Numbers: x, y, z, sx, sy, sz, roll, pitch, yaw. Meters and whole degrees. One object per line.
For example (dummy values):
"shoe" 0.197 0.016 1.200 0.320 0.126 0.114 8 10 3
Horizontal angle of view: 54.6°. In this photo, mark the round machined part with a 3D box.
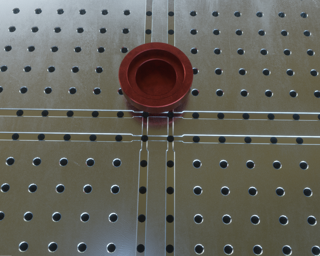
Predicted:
"round machined part" -0.005 -0.065 0.427 0.099 0.042 0.098 0 70 0
